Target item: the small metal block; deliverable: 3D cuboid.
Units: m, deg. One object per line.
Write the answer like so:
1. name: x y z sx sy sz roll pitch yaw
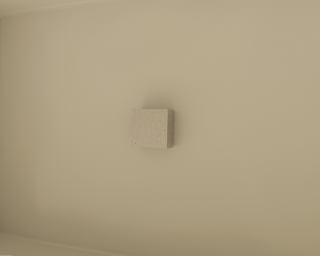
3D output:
1. small metal block: -0.010 0.000 0.410 0.050 0.025 0.050 2 91 20
